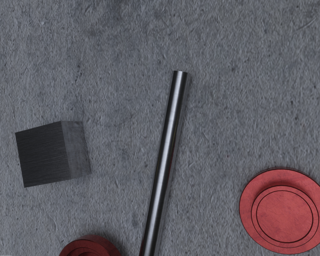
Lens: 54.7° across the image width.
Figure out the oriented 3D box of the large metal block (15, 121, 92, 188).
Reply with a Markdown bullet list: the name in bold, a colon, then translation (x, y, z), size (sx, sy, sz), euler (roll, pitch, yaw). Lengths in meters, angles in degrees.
- **large metal block**: translation (-0.154, 0.037, 0.450), size (0.080, 0.050, 0.080), euler (-13, 86, 19)

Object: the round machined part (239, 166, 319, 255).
- **round machined part**: translation (0.140, 0.095, 0.351), size (0.098, 0.042, 0.097), euler (0, 90, 20)

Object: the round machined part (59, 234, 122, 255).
- **round machined part**: translation (-0.091, 0.197, 0.432), size (0.098, 0.042, 0.097), euler (0, 90, 20)

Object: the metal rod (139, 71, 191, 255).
- **metal rod**: translation (0.001, 0.075, 0.408), size (0.025, 0.025, 0.298), euler (12, 94, 19)
